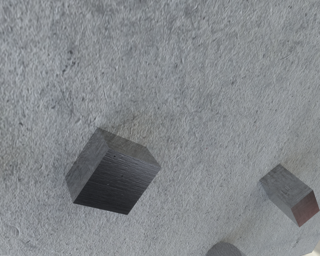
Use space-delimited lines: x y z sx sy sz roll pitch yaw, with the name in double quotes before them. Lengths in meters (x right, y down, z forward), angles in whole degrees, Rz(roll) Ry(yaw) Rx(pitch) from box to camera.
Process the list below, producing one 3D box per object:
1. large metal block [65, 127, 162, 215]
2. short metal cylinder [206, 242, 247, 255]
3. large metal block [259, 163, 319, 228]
"large metal block" -0.060 0.057 0.393 0.080 0.050 0.080 26 104 -37
"short metal cylinder" 0.136 0.277 0.617 0.080 0.080 0.050 -43 130 1
"large metal block" 0.244 0.127 0.583 0.050 0.080 0.080 -39 129 -2
